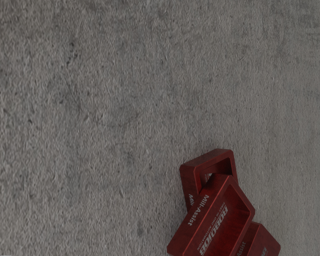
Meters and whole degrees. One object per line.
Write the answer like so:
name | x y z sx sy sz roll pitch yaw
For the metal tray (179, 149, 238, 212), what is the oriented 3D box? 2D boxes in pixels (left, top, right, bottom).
metal tray | 0.082 0.105 0.469 0.091 0.030 0.129 -19 102 -38

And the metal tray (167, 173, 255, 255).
metal tray | 0.075 0.138 0.424 0.130 0.030 0.090 -52 120 -27

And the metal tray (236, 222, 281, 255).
metal tray | 0.156 0.239 0.532 0.090 0.030 0.130 48 62 -29
